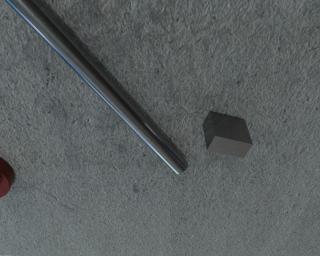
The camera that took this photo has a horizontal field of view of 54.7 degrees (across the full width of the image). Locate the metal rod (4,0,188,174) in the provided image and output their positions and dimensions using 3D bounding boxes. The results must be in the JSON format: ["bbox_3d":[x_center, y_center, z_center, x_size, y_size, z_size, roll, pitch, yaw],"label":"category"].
[{"bbox_3d":[-0.054,-0.036,0.375,0.025,0.025,0.300,-28,125,21],"label":"metal rod"}]

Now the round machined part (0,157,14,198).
[{"bbox_3d":[-0.274,0.078,0.459,0.099,0.042,0.097,-1,130,0],"label":"round machined part"}]

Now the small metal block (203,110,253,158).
[{"bbox_3d":[0.086,0.008,0.399,0.050,0.050,0.025,13,129,-11],"label":"small metal block"}]
